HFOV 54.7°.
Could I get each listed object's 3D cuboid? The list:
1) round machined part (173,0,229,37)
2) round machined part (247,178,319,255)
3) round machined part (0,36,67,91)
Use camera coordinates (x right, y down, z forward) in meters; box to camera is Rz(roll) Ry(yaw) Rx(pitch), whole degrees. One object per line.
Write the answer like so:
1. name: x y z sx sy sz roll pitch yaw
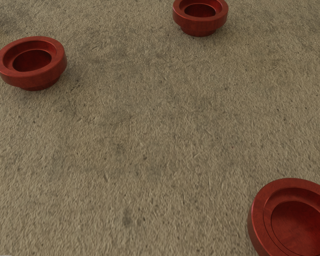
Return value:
1. round machined part: 0.072 -0.202 0.562 0.099 0.042 0.098 0 50 0
2. round machined part: 0.136 0.102 0.307 0.099 0.042 0.098 0 50 0
3. round machined part: -0.191 -0.094 0.469 0.099 0.042 0.098 0 50 0
